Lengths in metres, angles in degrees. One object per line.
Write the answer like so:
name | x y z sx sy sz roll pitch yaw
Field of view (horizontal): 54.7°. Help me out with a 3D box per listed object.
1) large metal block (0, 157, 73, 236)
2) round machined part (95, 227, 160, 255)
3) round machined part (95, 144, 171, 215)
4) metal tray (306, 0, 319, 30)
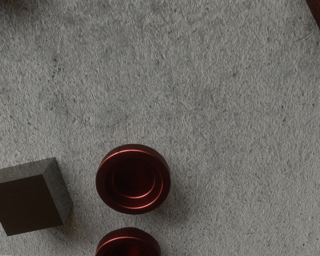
large metal block | -0.178 0.094 0.429 0.080 0.050 0.079 -13 110 4
round machined part | -0.047 0.191 0.471 0.099 0.042 0.097 0 110 -1
round machined part | -0.035 0.066 0.425 0.099 0.042 0.097 0 110 -1
metal tray | 0.233 -0.173 0.346 0.130 0.030 0.090 -32 107 11
